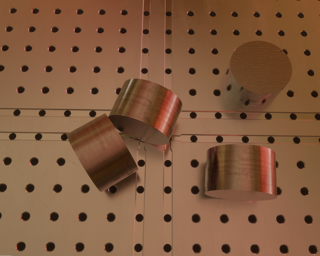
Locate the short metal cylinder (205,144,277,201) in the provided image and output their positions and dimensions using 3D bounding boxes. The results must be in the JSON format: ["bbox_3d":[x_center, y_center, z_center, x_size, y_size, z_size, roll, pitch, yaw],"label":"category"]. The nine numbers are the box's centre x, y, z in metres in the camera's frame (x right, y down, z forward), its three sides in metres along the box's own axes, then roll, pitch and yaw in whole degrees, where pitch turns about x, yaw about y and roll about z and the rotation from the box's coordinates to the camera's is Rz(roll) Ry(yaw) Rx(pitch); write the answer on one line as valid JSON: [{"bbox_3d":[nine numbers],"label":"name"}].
[{"bbox_3d":[0.094,0.054,0.364,0.080,0.080,0.050,5,70,1],"label":"short metal cylinder"}]

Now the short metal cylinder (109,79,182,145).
[{"bbox_3d":[-0.018,-0.018,0.389,0.080,0.080,0.050,19,71,6],"label":"short metal cylinder"}]

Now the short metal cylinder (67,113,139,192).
[{"bbox_3d":[-0.068,0.029,0.371,0.050,0.080,0.080,-31,73,-11],"label":"short metal cylinder"}]

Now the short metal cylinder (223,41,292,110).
[{"bbox_3d":[0.132,-0.072,0.426,0.081,0.050,0.080,0,70,0],"label":"short metal cylinder"}]
